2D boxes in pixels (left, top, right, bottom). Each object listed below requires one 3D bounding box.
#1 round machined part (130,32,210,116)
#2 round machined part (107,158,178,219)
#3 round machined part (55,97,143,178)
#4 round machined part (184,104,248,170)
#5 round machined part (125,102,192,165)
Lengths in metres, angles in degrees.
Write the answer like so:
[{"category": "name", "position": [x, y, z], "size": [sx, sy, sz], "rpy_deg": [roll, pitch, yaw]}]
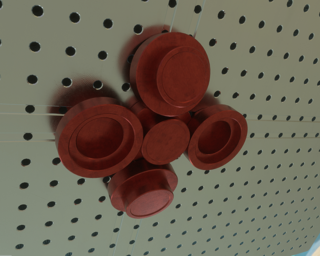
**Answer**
[{"category": "round machined part", "position": [0.018, -0.061, 0.359], "size": [0.099, 0.042, 0.097], "rpy_deg": [-8, 107, -25]}, {"category": "round machined part", "position": [-0.020, 0.090, 0.431], "size": [0.099, 0.042, 0.097], "rpy_deg": [-15, 139, -14]}, {"category": "round machined part", "position": [-0.073, 0.008, 0.366], "size": [0.099, 0.042, 0.097], "rpy_deg": [-14, 125, -21]}, {"category": "round machined part", "position": [0.074, 0.009, 0.448], "size": [0.099, 0.042, 0.097], "rpy_deg": [-14, 125, -21]}, {"category": "round machined part", "position": [0.000, 0.009, 0.406], "size": [0.099, 0.042, 0.097], "rpy_deg": [-14, 125, -21]}]
